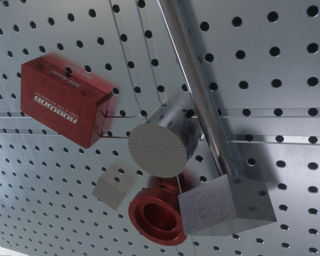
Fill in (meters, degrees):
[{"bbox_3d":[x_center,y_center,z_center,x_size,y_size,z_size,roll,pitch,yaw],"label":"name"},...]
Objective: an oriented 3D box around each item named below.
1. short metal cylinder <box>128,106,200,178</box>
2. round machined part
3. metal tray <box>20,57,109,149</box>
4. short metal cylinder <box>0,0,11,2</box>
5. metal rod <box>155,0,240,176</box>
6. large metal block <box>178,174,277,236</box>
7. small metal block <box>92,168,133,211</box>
[{"bbox_3d":[0.006,0.018,0.403,0.080,0.050,0.079,13,124,21],"label":"short metal cylinder"},{"bbox_3d":[0.004,0.131,0.479,0.098,0.042,0.097,13,124,21],"label":"round machined part"},{"bbox_3d":[-0.146,-0.036,0.462,0.130,0.030,0.089,29,128,9],"label":"metal tray"},{"bbox_3d":[-0.211,-0.199,0.383,0.080,0.050,0.079,13,124,20],"label":"short metal cylinder"},{"bbox_3d":[0.039,-0.060,0.353,0.025,0.025,0.299,-9,114,32],"label":"metal rod"},{"bbox_3d":[0.083,0.100,0.387,0.081,0.050,0.080,17,142,-38],"label":"large metal block"},{"bbox_3d":[-0.081,0.103,0.518,0.050,0.025,0.050,34,129,5],"label":"small metal block"}]
